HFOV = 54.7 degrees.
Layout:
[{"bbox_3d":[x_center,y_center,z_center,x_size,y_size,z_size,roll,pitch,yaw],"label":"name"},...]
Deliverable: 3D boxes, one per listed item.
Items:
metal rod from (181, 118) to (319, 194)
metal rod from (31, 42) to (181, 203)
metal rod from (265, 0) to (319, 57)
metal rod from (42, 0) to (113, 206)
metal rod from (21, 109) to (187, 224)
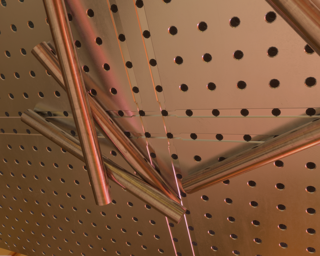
[{"bbox_3d":[0.140,0.019,0.348,0.299,0.025,0.025,-32,101,37],"label":"metal rod"},{"bbox_3d":[-0.073,0.002,0.448,0.025,0.025,0.300,-34,100,38],"label":"metal rod"},{"bbox_3d":[0.178,-0.040,0.265,0.300,0.025,0.025,48,129,4],"label":"metal rod"},{"bbox_3d":[-0.107,-0.035,0.411,0.025,0.025,0.298,-2,108,29],"label":"metal rod"},{"bbox_3d":[-0.095,0.051,0.469,0.301,0.025,0.025,30,128,17],"label":"metal rod"}]
